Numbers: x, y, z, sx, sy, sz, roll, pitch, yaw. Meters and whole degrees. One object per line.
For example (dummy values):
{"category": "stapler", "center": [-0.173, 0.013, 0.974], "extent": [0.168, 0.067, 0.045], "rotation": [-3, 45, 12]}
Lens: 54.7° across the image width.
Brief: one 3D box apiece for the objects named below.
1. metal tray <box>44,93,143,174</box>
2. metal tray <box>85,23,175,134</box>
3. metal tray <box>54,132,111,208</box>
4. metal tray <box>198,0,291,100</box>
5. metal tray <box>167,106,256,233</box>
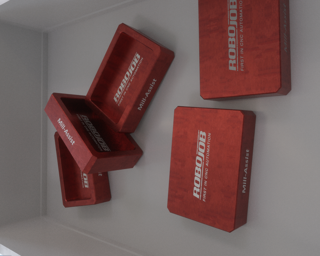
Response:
{"category": "metal tray", "center": [-0.095, 0.004, 0.442], "extent": [0.130, 0.091, 0.030], "rotation": [50, 119, 28]}
{"category": "metal tray", "center": [-0.047, -0.068, 0.434], "extent": [0.090, 0.030, 0.129], "rotation": [40, 110, 32]}
{"category": "metal tray", "center": [-0.130, 0.061, 0.510], "extent": [0.090, 0.030, 0.129], "rotation": [-17, 80, 39]}
{"category": "metal tray", "center": [0.088, -0.097, 0.331], "extent": [0.090, 0.030, 0.129], "rotation": [-2, 89, 40]}
{"category": "metal tray", "center": [0.056, 0.042, 0.357], "extent": [0.090, 0.030, 0.129], "rotation": [7, 94, 39]}
